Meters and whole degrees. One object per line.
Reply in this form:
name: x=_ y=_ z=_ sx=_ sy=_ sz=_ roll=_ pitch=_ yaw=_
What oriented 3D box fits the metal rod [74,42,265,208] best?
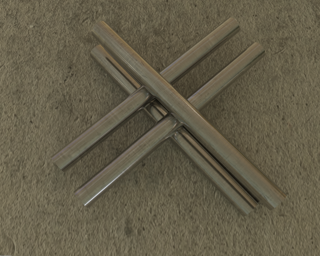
metal rod: x=0.022 y=-0.013 z=0.388 sx=0.301 sy=0.025 sz=0.025 roll=-40 pitch=75 yaw=-14

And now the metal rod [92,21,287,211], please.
metal rod: x=0.023 y=-0.025 z=0.365 sx=0.025 sy=0.025 sz=0.300 roll=-41 pitch=75 yaw=-14

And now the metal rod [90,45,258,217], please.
metal rod: x=0.009 y=-0.006 z=0.411 sx=0.025 sy=0.025 sz=0.300 roll=-40 pitch=75 yaw=-13

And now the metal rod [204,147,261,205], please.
metal rod: x=0.030 y=-0.019 z=0.417 sx=0.025 sy=0.025 sz=0.300 roll=-40 pitch=75 yaw=-13

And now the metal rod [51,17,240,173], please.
metal rod: x=-0.009 y=-0.051 z=0.401 sx=0.301 sy=0.025 sz=0.025 roll=-40 pitch=75 yaw=-14
